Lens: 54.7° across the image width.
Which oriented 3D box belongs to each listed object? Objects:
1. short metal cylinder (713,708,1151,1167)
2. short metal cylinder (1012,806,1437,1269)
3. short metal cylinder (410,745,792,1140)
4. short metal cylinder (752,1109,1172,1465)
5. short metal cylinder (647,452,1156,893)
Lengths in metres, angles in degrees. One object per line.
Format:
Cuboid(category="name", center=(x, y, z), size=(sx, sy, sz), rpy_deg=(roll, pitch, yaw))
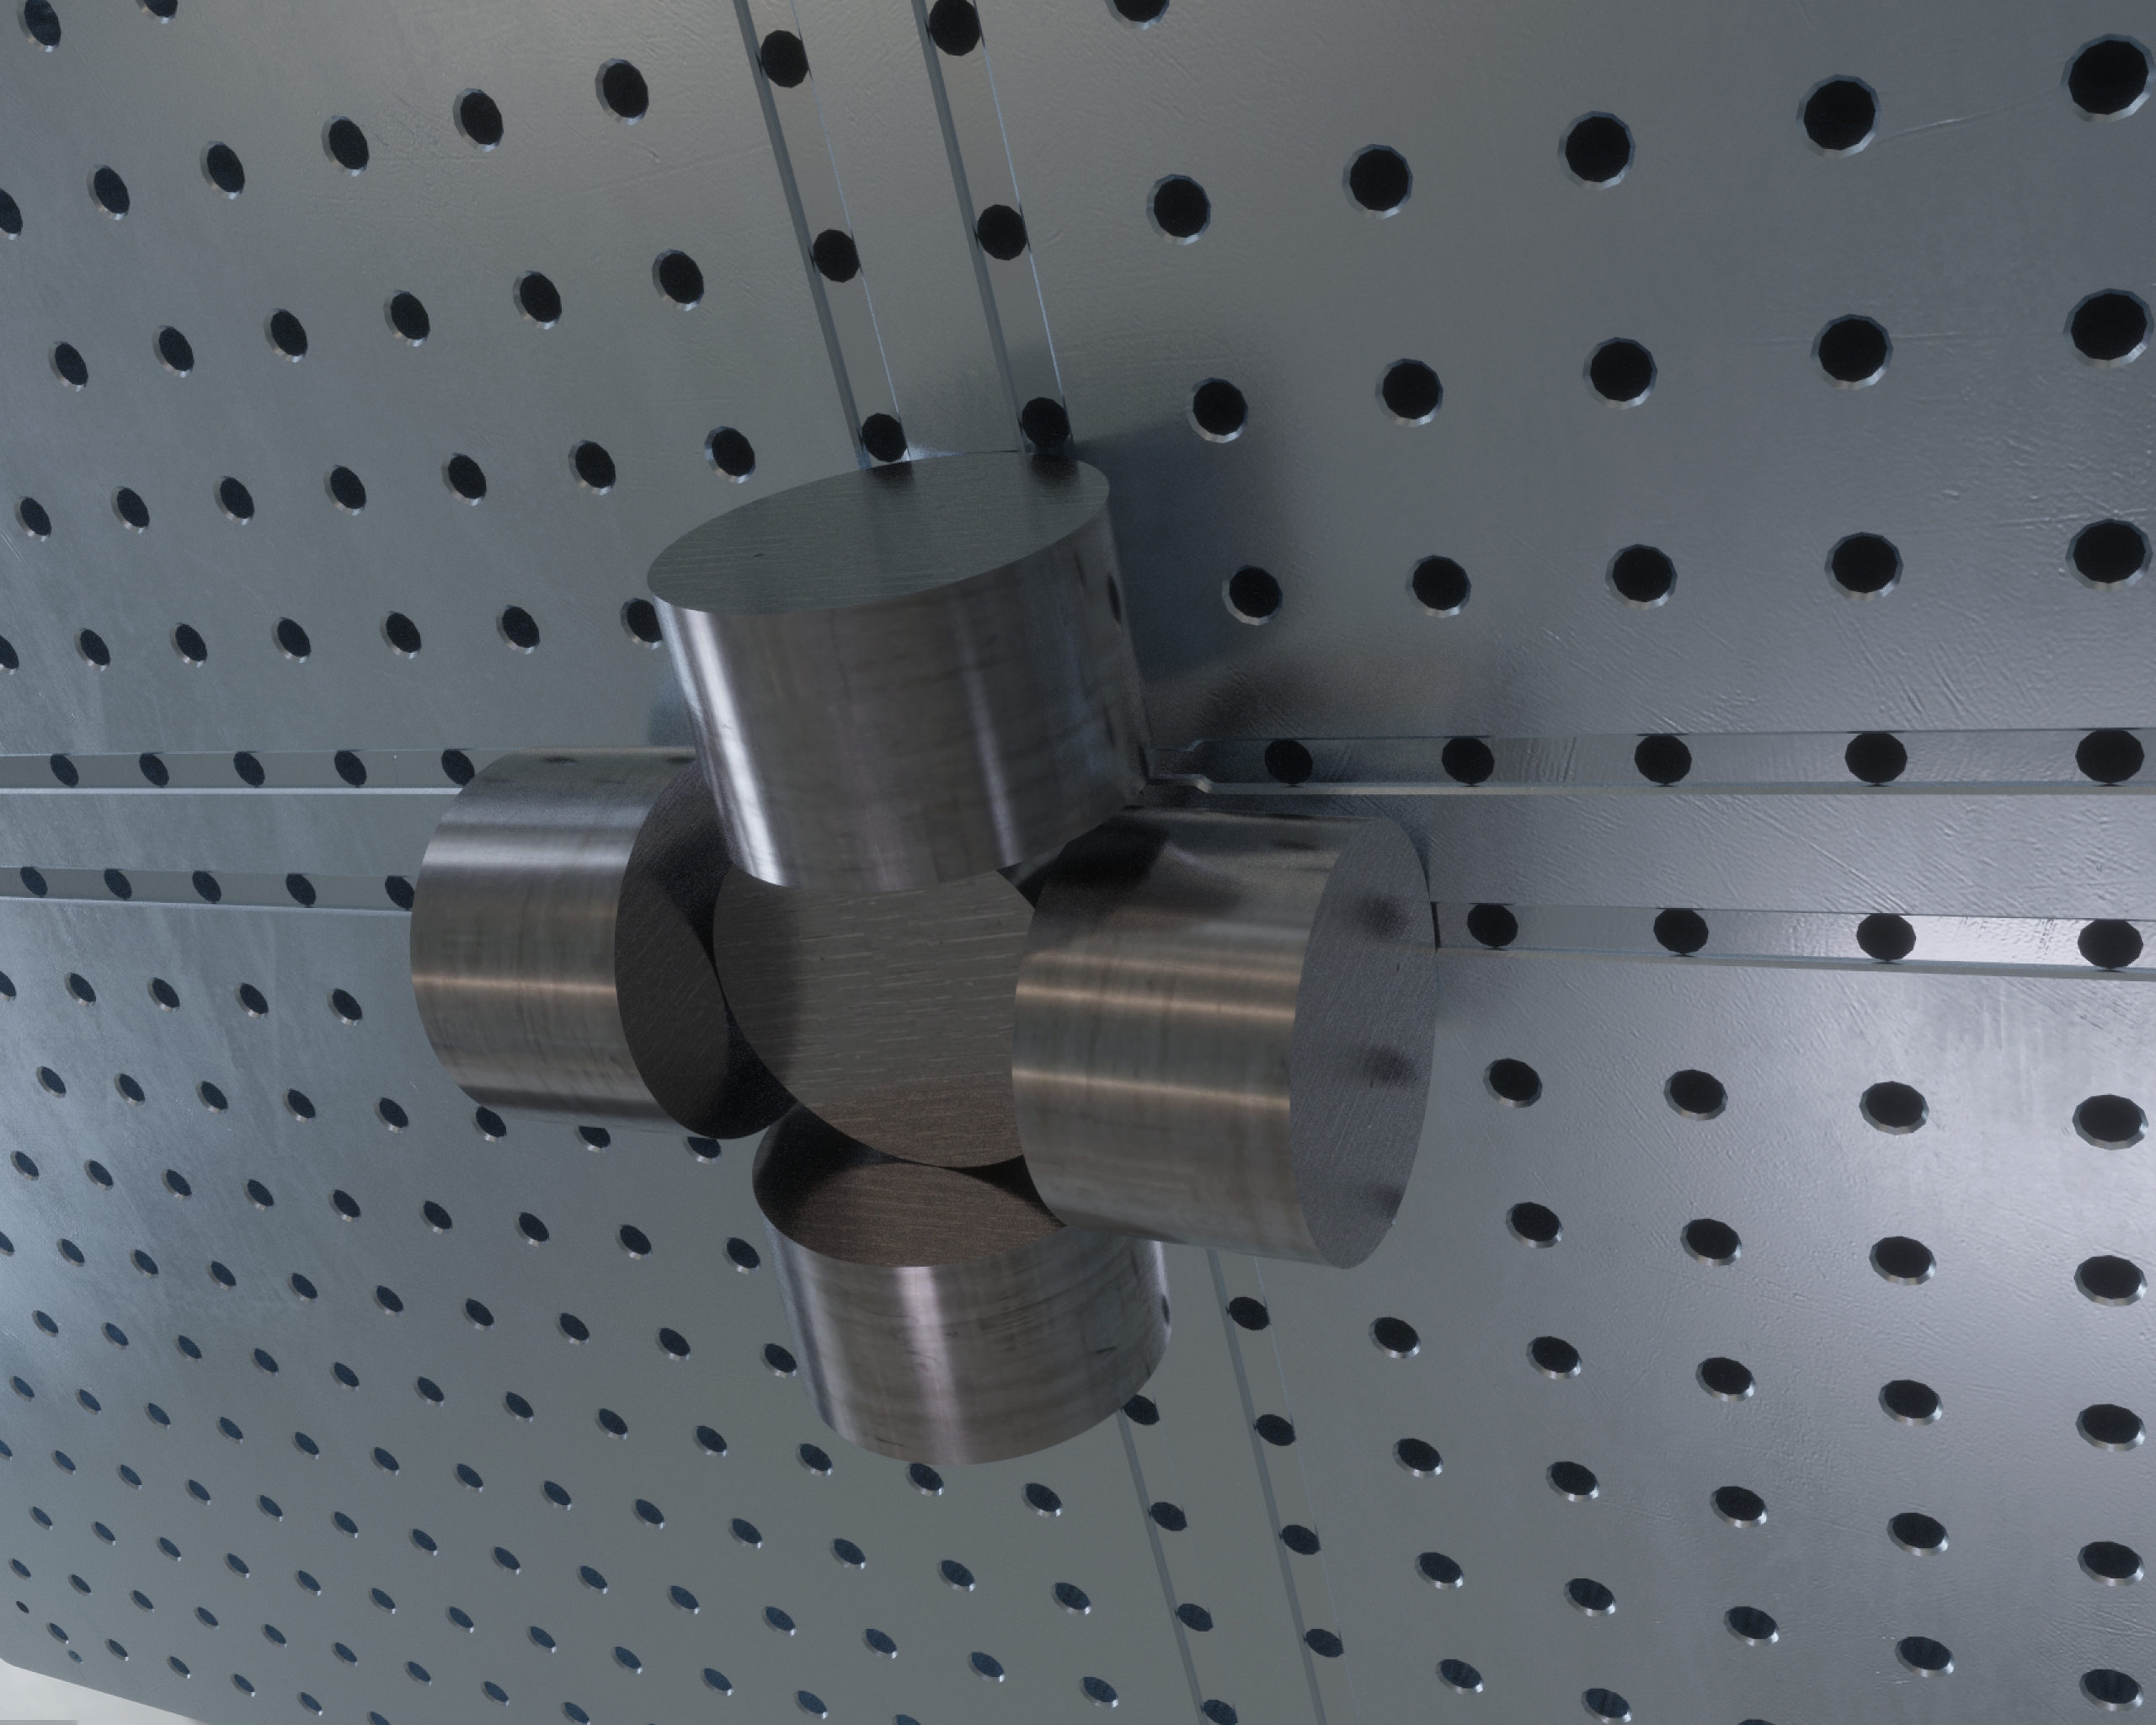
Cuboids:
Cuboid(category="short metal cylinder", center=(-0.025, 0.014, 0.417), size=(0.080, 0.050, 0.079), rpy_deg=(12, 123, 20))
Cuboid(category="short metal cylinder", center=(0.029, 0.030, 0.379), size=(0.050, 0.080, 0.079), rpy_deg=(4, 120, 26))
Cuboid(category="short metal cylinder", center=(-0.090, 0.015, 0.433), size=(0.050, 0.080, 0.080), rpy_deg=(1, 119, 27))
Cuboid(category="short metal cylinder", center=(-0.023, 0.078, 0.435), size=(0.080, 0.080, 0.050), rpy_deg=(6, 121, 25))
Cuboid(category="short metal cylinder", center=(-0.030, -0.036, 0.369), size=(0.080, 0.080, 0.050), rpy_deg=(3, 119, 27))
